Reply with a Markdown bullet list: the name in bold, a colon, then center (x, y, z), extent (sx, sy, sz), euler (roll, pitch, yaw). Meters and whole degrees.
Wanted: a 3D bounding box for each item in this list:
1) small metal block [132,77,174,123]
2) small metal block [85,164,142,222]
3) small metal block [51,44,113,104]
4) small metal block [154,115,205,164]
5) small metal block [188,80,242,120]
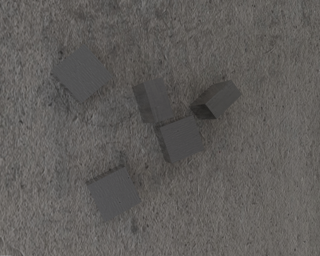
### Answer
- **small metal block**: center (-0.010, -0.034, 0.392), extent (0.025, 0.050, 0.050), euler (-18, 96, -19)
- **small metal block**: center (-0.058, 0.080, 0.388), extent (0.050, 0.025, 0.050), euler (-26, 99, -18)
- **small metal block**: center (-0.094, -0.064, 0.374), extent (0.050, 0.025, 0.050), euler (-44, 104, -15)
- **small metal block**: center (0.026, 0.014, 0.418), extent (0.050, 0.025, 0.050), euler (-21, 97, -19)
- **small metal block**: center (0.074, -0.037, 0.423), extent (0.050, 0.050, 0.025), euler (-43, 104, -15)
